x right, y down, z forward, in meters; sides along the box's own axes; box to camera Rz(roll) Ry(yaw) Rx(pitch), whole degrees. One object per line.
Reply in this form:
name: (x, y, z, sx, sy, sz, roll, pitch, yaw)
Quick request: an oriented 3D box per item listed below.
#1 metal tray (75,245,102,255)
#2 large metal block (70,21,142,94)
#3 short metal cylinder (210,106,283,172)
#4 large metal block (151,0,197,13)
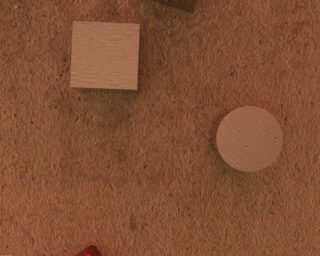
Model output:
metal tray: (-0.119, 0.230, 0.406, 0.130, 0.030, 0.090, -34, 90, 0)
large metal block: (-0.066, -0.087, 0.397, 0.081, 0.050, 0.080, 2, 90, 0)
short metal cylinder: (0.108, 0.013, 0.399, 0.081, 0.050, 0.080, 0, 90, 0)
large metal block: (0.018, -0.206, 0.398, 0.080, 0.050, 0.080, 17, 90, 0)
